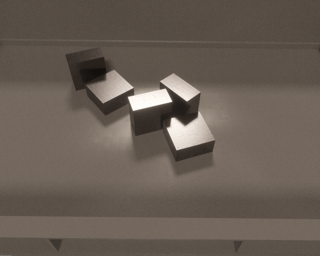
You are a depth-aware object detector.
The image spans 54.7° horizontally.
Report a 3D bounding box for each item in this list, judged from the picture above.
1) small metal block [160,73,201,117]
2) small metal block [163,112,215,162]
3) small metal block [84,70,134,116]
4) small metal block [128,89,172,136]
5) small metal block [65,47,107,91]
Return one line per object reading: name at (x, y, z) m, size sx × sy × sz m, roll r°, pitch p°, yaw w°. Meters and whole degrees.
small metal block at (0.026, -0.038, 0.421) m, size 0.025 × 0.050 × 0.050 m, roll -35°, pitch 59°, yaw -26°
small metal block at (0.036, 0.010, 0.397) m, size 0.050 × 0.025 × 0.050 m, roll -14°, pitch 52°, yaw -12°
small metal block at (-0.072, -0.052, 0.448) m, size 0.050 × 0.025 × 0.050 m, roll -31°, pitch 57°, yaw -24°
small metal block at (-0.013, -0.020, 0.405) m, size 0.050 × 0.050 × 0.025 m, roll -14°, pitch 52°, yaw -12°
small metal block at (-0.108, -0.087, 0.461) m, size 0.050 × 0.050 × 0.025 m, roll -17°, pitch 52°, yaw -14°
